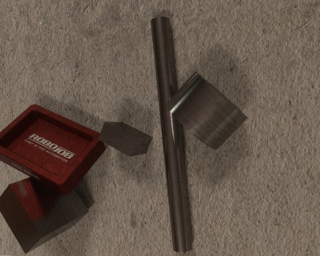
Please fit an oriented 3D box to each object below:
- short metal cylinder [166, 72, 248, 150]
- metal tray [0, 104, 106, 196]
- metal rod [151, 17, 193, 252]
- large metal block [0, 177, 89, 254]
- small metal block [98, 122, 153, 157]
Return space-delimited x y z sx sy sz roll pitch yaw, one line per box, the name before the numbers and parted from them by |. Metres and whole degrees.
short metal cylinder | 0.054 -0.021 0.360 0.080 0.080 0.050 45 104 14
metal tray | -0.155 0.026 0.430 0.130 0.030 0.090 23 54 18
metal rod | 0.015 0.007 0.402 0.025 0.025 0.298 -6 88 19
large metal block | -0.162 0.110 0.430 0.050 0.080 0.080 -45 76 30
small metal block | -0.045 0.014 0.410 0.050 0.050 0.025 26 99 18
